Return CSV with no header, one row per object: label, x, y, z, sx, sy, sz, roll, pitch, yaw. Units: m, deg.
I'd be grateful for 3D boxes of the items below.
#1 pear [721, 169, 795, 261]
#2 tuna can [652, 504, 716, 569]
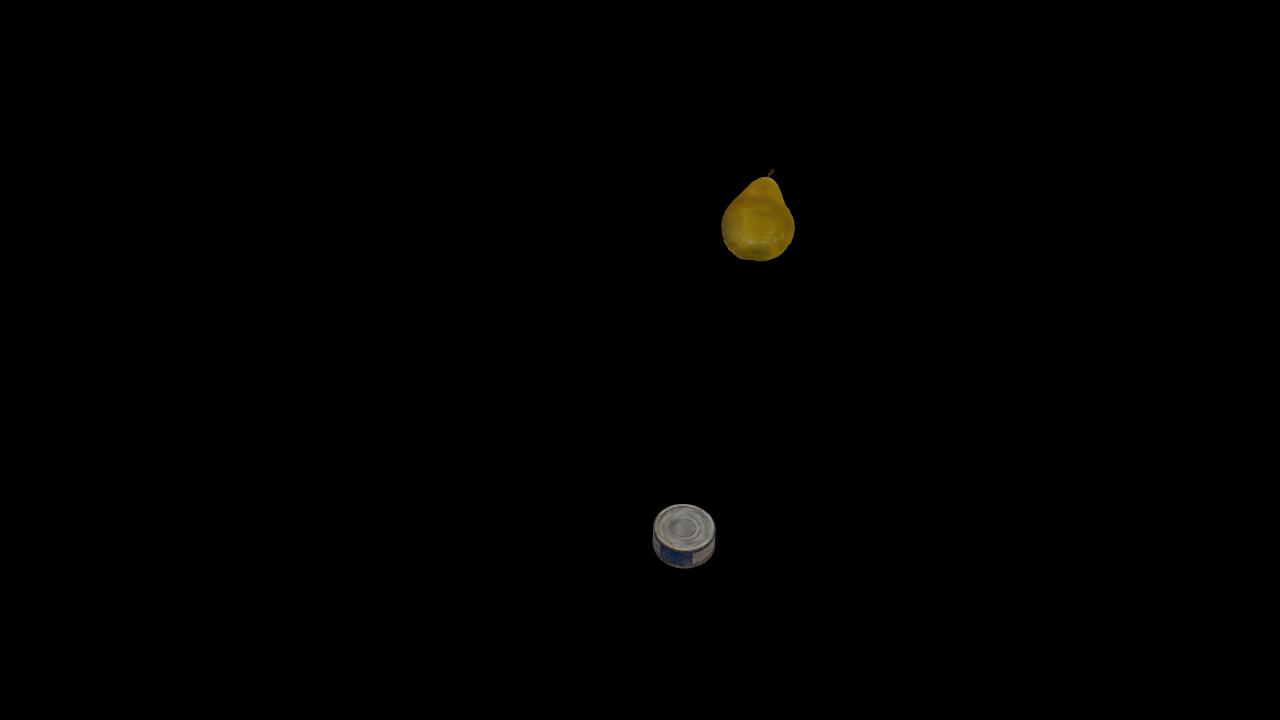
pear,0.131,-0.168,0.681,0.080,0.111,0.080,3,-14,1
tuna can,0.058,0.231,0.816,0.084,0.034,0.084,-1,34,1
